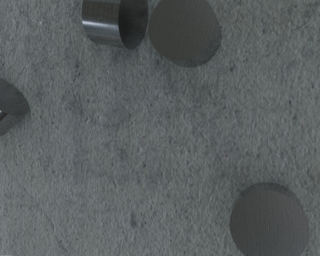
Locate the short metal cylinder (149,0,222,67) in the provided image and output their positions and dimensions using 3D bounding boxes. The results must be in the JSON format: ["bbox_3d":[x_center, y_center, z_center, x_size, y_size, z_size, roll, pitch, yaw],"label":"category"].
[{"bbox_3d":[0.033,-0.119,0.384,0.080,0.050,0.079,0,90,19],"label":"short metal cylinder"}]

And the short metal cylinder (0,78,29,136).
[{"bbox_3d":[-0.249,-0.033,0.466,0.050,0.080,0.080,-40,78,15],"label":"short metal cylinder"}]

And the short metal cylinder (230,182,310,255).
[{"bbox_3d":[0.123,0.106,0.352,0.080,0.050,0.079,0,90,19],"label":"short metal cylinder"}]

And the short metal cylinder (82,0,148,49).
[{"bbox_3d":[-0.055,-0.145,0.398,0.050,0.080,0.079,14,95,19],"label":"short metal cylinder"}]
